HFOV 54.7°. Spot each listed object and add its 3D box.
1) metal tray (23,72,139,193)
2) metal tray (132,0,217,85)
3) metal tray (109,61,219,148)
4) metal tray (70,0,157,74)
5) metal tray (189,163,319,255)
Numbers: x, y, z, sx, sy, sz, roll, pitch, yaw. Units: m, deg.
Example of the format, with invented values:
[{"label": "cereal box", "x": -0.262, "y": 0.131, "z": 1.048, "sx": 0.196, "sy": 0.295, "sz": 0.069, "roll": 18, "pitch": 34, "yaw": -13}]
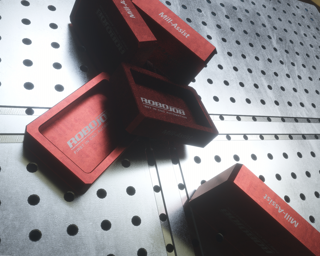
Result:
[{"label": "metal tray", "x": -0.077, "y": 0.000, "z": 0.364, "sx": 0.090, "sy": 0.030, "sz": 0.131, "roll": 42, "pitch": 51, "yaw": 0}, {"label": "metal tray", "x": 0.007, "y": -0.122, "z": 0.443, "sx": 0.130, "sy": 0.090, "sz": 0.030, "roll": 39, "pitch": 69, "yaw": -2}, {"label": "metal tray", "x": 0.007, "y": -0.026, "z": 0.390, "sx": 0.131, "sy": 0.030, "sz": 0.090, "roll": 13, "pitch": 42, "yaw": -40}, {"label": "metal tray", "x": -0.066, "y": -0.130, "z": 0.409, "sx": 0.030, "sy": 0.090, "sz": 0.130, "roll": -20, "pitch": 72, "yaw": -41}, {"label": "metal tray", "x": 0.108, "y": 0.108, "z": 0.360, "sx": 0.130, "sy": 0.090, "sz": 0.030, "roll": 42, "pitch": 51, "yaw": 0}]
